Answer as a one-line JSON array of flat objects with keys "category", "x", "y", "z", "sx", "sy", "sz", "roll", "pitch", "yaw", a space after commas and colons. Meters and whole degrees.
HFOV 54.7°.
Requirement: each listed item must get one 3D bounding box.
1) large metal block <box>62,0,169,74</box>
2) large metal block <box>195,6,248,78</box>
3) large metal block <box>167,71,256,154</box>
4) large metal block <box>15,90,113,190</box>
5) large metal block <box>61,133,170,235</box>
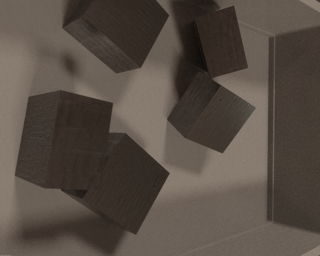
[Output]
[{"category": "large metal block", "x": -0.047, "y": -0.121, "z": 0.352, "sx": 0.080, "sy": 0.050, "sz": 0.080, "roll": 39, "pitch": 66, "yaw": -34}, {"category": "large metal block", "x": 0.083, "y": -0.120, "z": 0.435, "sx": 0.080, "sy": 0.050, "sz": 0.080, "roll": -74, "pitch": 148, "yaw": -73}, {"category": "large metal block", "x": 0.071, "y": -0.020, "z": 0.431, "sx": 0.080, "sy": 0.050, "sz": 0.080, "roll": 23, "pitch": 106, "yaw": -38}, {"category": "large metal block", "x": -0.093, "y": 0.012, "z": 0.294, "sx": 0.050, "sy": 0.080, "sz": 0.080, "roll": 12, "pitch": 82, "yaw": -40}, {"category": "large metal block", "x": -0.048, "y": 0.061, "z": 0.352, "sx": 0.080, "sy": 0.050, "sz": 0.080, "roll": 46, "pitch": 63, "yaw": -31}]
